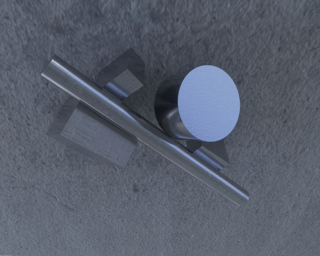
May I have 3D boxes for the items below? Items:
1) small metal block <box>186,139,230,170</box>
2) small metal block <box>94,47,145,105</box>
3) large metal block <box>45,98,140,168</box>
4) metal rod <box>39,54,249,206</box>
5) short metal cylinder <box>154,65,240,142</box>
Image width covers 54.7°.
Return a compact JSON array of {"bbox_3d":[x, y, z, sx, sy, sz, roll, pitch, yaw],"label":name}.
[{"bbox_3d":[0.062,0.025,0.411,0.050,0.050,0.025,33,122,-25],"label":"small metal block"},{"bbox_3d":[-0.044,-0.056,0.345,0.050,0.050,0.025,-31,124,23],"label":"small metal block"},{"bbox_3d":[-0.081,0.005,0.372,0.080,0.050,0.080,33,163,-26],"label":"large metal block"},{"bbox_3d":[0.003,0.018,0.359,0.301,0.025,0.025,36,121,-27],"label":"metal rod"},{"bbox_3d":[0.041,-0.025,0.344,0.080,0.080,0.050,32,164,-24],"label":"short metal cylinder"}]
